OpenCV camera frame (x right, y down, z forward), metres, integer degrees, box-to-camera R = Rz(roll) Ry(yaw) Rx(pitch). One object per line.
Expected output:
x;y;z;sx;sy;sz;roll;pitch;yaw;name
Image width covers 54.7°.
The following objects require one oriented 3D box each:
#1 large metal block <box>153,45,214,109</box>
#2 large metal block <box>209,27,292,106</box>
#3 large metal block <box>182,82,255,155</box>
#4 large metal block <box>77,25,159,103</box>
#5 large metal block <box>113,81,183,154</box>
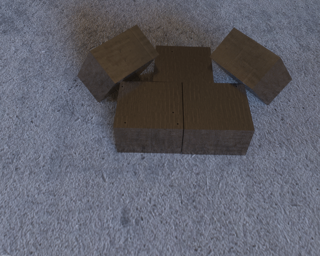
0.032;-0.075;0.452;0.081;0.050;0.080;2;50;1;large metal block
0.128;-0.084;0.433;0.050;0.080;0.080;-50;58;12;large metal block
0.069;-0.013;0.397;0.081;0.050;0.080;1;50;0;large metal block
-0.060;-0.087;0.433;0.080;0.080;0.050;-40;95;-28;large metal block
-0.013;-0.014;0.400;0.081;0.050;0.080;1;50;0;large metal block
